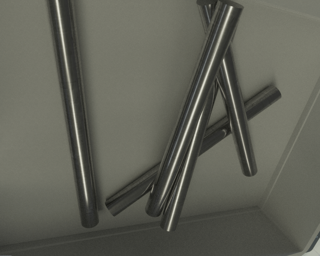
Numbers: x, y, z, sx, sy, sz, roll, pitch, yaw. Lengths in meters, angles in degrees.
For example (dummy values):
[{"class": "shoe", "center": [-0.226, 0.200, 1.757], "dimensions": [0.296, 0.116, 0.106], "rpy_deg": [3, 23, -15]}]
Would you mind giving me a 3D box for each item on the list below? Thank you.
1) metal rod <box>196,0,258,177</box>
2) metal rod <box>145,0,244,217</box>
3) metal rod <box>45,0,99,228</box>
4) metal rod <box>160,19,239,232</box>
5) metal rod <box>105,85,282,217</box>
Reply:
[{"class": "metal rod", "center": [0.097, -0.028, 0.404], "dimensions": [0.025, 0.025, 0.299], "rpy_deg": [-33, 133, -7]}, {"class": "metal rod", "center": [0.028, 0.003, 0.367], "dimensions": [0.025, 0.025, 0.298], "rpy_deg": [-3, 129, -27]}, {"class": "metal rod", "center": [-0.095, 0.004, 0.358], "dimensions": [0.025, 0.025, 0.298], "rpy_deg": [-13, 124, -22]}, {"class": "metal rod", "center": [0.048, 0.006, 0.413], "dimensions": [0.025, 0.025, 0.298], "rpy_deg": [5, 109, -31]}, {"class": "metal rod", "center": [0.052, 0.030, 0.455], "dimensions": [0.301, 0.025, 0.025], "rpy_deg": [-35, 129, -6]}]
